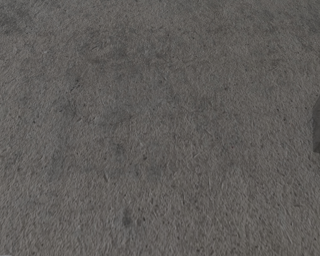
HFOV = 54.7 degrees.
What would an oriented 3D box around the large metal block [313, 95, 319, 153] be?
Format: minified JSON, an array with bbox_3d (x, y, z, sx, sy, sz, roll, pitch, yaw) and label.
[{"bbox_3d":[0.246,-0.006,0.393,0.080,0.050,0.080,13,51,11],"label":"large metal block"}]
